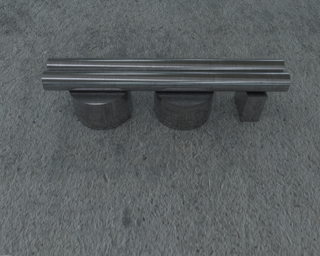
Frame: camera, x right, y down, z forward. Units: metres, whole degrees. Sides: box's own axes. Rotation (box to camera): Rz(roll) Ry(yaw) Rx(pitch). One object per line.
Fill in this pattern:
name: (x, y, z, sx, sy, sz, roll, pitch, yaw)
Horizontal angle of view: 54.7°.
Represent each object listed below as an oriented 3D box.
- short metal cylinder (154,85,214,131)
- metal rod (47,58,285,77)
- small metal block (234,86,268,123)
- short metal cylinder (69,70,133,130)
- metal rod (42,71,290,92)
short metal cylinder: (0.032, -0.042, 0.424, 0.081, 0.050, 0.080, 0, 50, 0)
metal rod: (0.008, -0.079, 0.405, 0.302, 0.025, 0.025, 0, 50, 0)
small metal block: (0.123, -0.042, 0.426, 0.025, 0.050, 0.050, -1, 50, -1)
short metal cylinder: (-0.079, -0.043, 0.423, 0.081, 0.050, 0.080, 0, 50, 0)
metal rod: (0.008, -0.058, 0.388, 0.302, 0.025, 0.025, 0, 50, 0)
